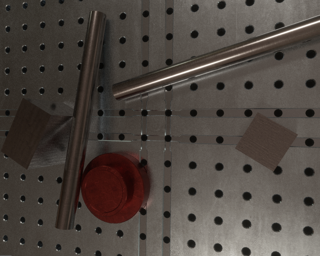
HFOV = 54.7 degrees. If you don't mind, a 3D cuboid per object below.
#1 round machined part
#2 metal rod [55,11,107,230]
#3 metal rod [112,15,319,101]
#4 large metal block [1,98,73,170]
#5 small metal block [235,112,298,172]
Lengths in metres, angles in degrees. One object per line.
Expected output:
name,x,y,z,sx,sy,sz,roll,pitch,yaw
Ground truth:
round machined part,-0.067,0.083,0.426,0.098,0.042,0.097,0,90,19
metal rod,-0.108,-0.014,0.428,0.025,0.025,0.298,6,84,19
metal rod,0.077,-0.087,0.384,0.301,0.025,0.025,-15,85,19
large metal block,-0.161,0.007,0.438,0.050,0.080,0.080,29,100,17
small metal block,0.126,0.016,0.368,0.050,0.025,0.050,33,100,16
